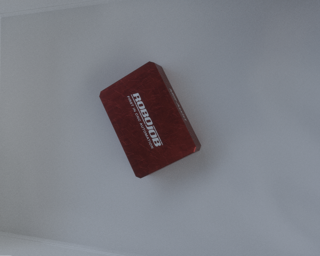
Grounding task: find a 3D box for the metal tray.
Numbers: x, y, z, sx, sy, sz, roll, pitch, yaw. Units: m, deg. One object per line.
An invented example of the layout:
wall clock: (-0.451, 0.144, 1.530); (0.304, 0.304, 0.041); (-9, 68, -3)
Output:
metal tray: (-0.015, -0.010, 0.413); (0.090, 0.030, 0.130); (-28, 81, 17)
